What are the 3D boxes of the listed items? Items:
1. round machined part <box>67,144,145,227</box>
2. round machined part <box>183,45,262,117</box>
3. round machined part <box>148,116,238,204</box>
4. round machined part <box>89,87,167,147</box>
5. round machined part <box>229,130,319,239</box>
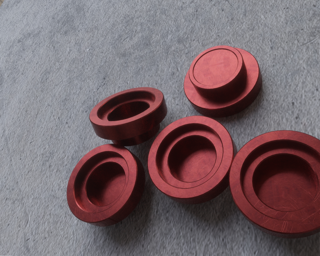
[{"bbox_3d":[-0.061,0.072,0.381,0.098,0.042,0.098,-13,56,21],"label":"round machined part"},{"bbox_3d":[0.076,-0.066,0.394,0.098,0.042,0.098,-13,56,21],"label":"round machined part"},{"bbox_3d":[0.039,0.038,0.349,0.098,0.042,0.098,-13,56,21],"label":"round machined part"},{"bbox_3d":[-0.038,-0.012,0.404,0.098,0.042,0.098,-12,31,7],"label":"round machined part"},{"bbox_3d":[0.119,0.054,0.295,0.098,0.042,0.098,-11,58,18],"label":"round machined part"}]
